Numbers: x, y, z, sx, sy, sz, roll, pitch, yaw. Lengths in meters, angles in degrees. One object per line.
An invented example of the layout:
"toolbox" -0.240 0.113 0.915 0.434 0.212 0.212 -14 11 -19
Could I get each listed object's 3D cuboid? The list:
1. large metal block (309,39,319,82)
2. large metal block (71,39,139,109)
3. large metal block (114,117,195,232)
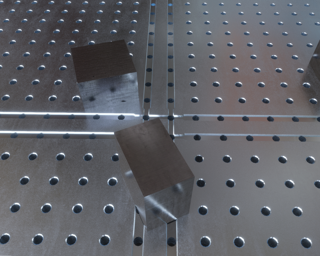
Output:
"large metal block" 0.290 -0.095 0.473 0.080 0.050 0.080 -2 50 -2
"large metal block" -0.082 -0.081 0.460 0.081 0.050 0.080 -13 51 -11
"large metal block" -0.008 0.050 0.330 0.050 0.080 0.080 -19 53 -15
